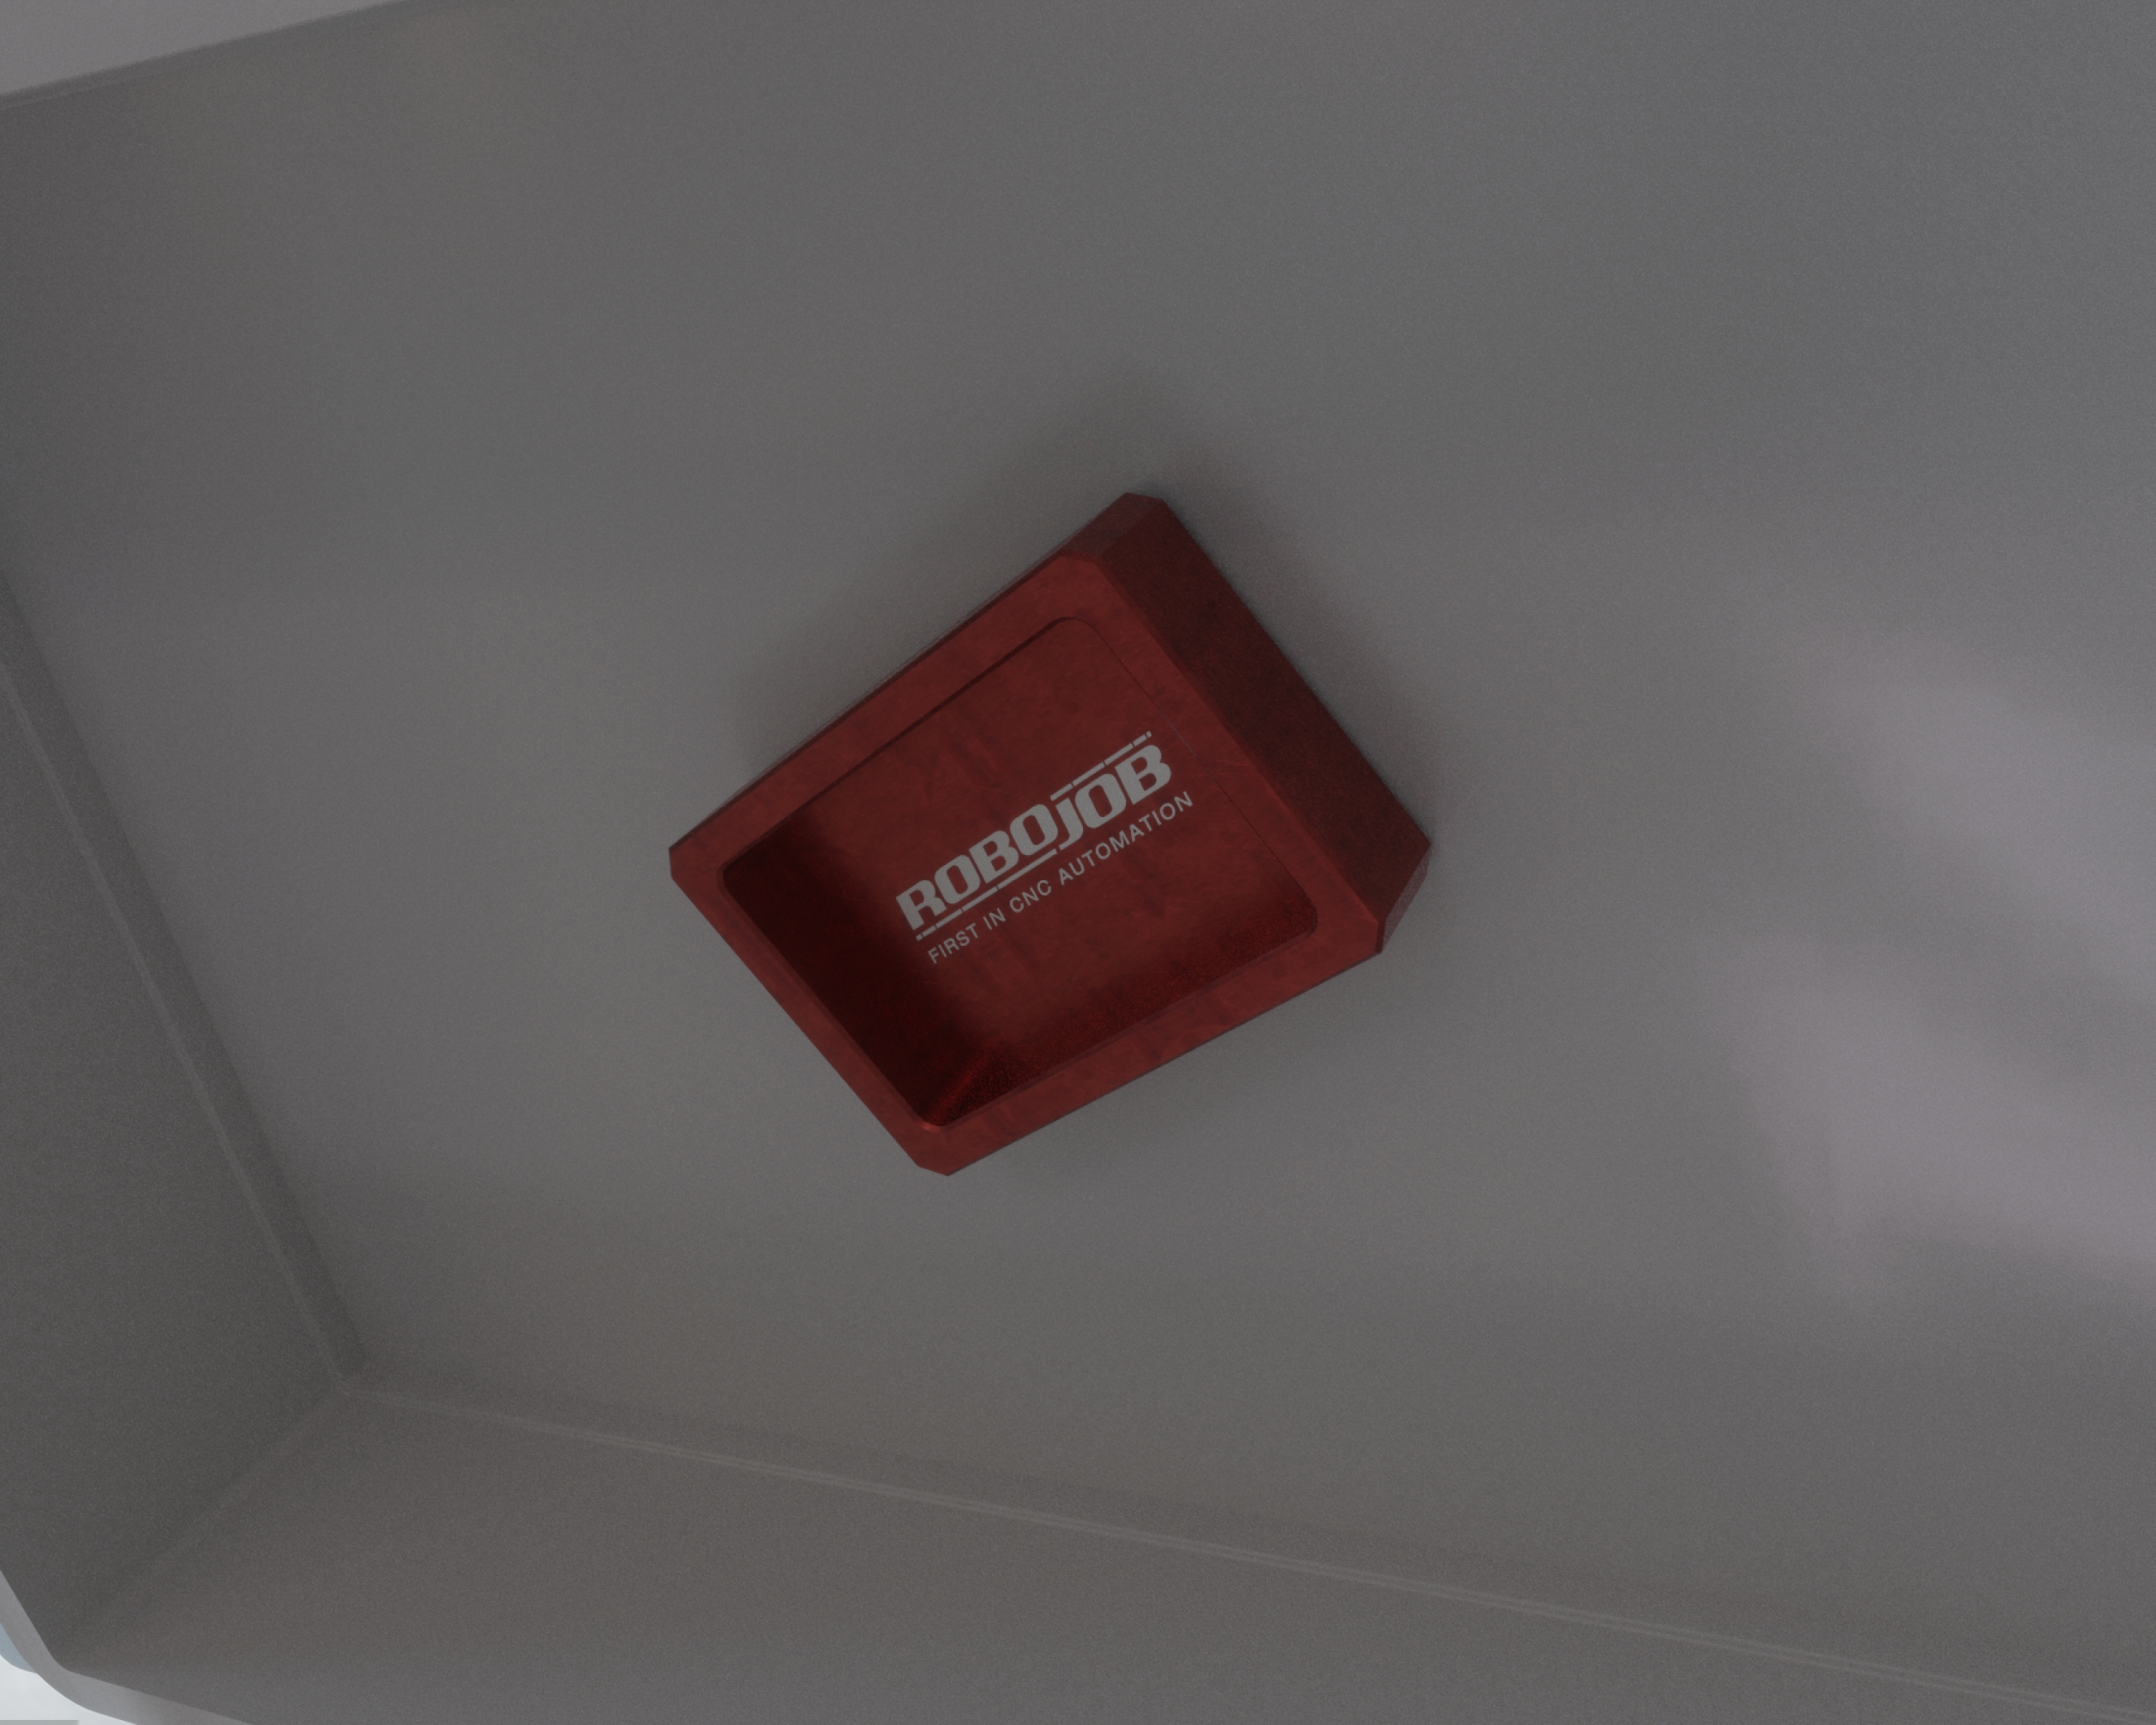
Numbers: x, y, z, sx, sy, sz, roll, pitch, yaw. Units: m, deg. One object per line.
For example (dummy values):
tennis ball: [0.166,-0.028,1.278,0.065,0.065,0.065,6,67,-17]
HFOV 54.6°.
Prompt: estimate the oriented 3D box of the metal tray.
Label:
metal tray: [-0.009,0.000,0.407,0.130,0.030,0.090,-32,101,38]
